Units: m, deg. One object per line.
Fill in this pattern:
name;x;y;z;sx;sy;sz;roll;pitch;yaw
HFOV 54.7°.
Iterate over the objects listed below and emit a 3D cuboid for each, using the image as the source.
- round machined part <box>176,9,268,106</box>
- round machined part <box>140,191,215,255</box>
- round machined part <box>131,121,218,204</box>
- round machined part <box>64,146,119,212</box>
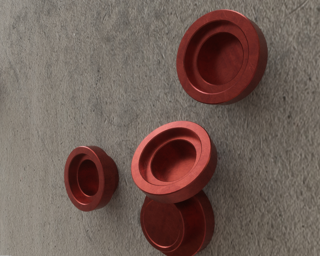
round machined part;0.069;-0.073;0.337;0.098;0.042;0.097;0;90;40
round machined part;0.014;0.113;0.382;0.098;0.042;0.097;0;90;40
round machined part;0.019;0.042;0.357;0.098;0.042;0.098;-18;45;19
round machined part;-0.102;0.076;0.478;0.098;0.042;0.097;0;90;40
